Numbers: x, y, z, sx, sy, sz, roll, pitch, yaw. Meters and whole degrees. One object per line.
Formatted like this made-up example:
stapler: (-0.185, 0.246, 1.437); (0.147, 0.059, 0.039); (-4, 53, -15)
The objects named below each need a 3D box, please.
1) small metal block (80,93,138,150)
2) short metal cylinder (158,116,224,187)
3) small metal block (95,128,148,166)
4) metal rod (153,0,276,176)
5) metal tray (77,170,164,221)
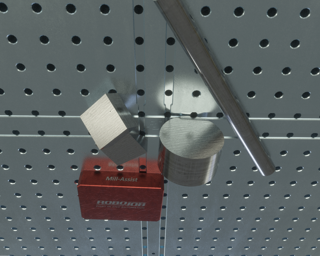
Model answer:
small metal block: (-0.064, -0.009, 0.386); (0.050, 0.025, 0.050); (-36, 81, 26)
short metal cylinder: (0.038, 0.028, 0.401); (0.081, 0.080, 0.050); (2, 130, -3)
small metal block: (-0.052, 0.020, 0.428); (0.050, 0.025, 0.050); (-26, 126, 20)
metal rod: (0.083, -0.035, 0.383); (0.025, 0.025, 0.300); (-26, 126, 20)
metal tray: (-0.062, 0.112, 0.503); (0.131, 0.030, 0.089); (3, 130, -3)
